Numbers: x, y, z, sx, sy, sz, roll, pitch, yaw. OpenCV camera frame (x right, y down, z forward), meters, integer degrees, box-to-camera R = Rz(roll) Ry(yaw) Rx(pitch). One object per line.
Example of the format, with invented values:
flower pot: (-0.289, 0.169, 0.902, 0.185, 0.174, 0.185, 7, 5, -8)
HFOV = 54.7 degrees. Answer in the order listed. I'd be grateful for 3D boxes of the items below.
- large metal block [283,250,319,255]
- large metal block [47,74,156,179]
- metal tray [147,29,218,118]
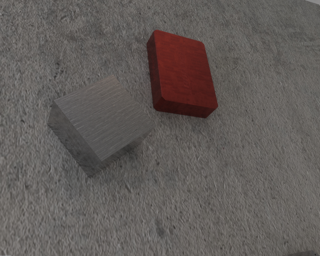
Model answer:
large metal block: (0.182, 0.205, 0.361, 0.080, 0.050, 0.080, 38, 51, -3)
large metal block: (-0.067, -0.004, 0.354, 0.081, 0.050, 0.080, -34, 81, -38)
metal tray: (0.032, -0.082, 0.468, 0.091, 0.030, 0.130, 8, 58, -24)
